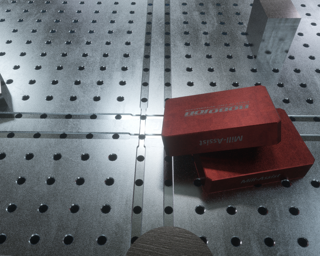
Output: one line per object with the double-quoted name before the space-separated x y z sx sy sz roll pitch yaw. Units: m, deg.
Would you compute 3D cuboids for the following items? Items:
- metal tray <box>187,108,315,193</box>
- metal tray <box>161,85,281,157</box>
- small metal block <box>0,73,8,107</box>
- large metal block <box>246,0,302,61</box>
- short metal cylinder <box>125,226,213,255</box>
"metal tray" 0.108 0.025 0.385 0.131 0.030 0.090 -8 51 -7
"metal tray" 0.071 -0.011 0.380 0.131 0.030 0.090 -7 33 10
"small metal block" -0.253 -0.052 0.448 0.050 0.025 0.050 -16 52 -14
"large metal block" 0.184 -0.169 0.516 0.050 0.080 0.080 -1 50 -1
"short metal cylinder" 0.008 0.136 0.277 0.081 0.050 0.080 0 50 0
